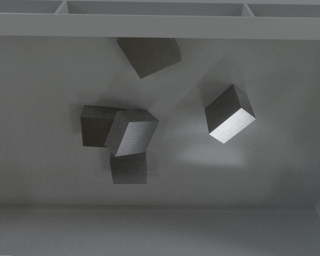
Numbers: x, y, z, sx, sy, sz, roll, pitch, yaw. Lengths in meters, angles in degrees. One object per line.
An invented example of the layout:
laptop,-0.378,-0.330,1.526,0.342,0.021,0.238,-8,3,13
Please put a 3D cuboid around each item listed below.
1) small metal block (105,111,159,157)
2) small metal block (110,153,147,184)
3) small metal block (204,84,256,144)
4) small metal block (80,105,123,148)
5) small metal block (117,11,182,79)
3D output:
small metal block,-0.035,0.006,0.391,0.050,0.025,0.050,-4,126,-47
small metal block,-0.045,0.057,0.457,0.050,0.025,0.050,0,130,0
small metal block,0.084,-0.018,0.378,0.025,0.050,0.050,32,123,-24
small metal block,-0.075,-0.001,0.407,0.050,0.025,0.050,4,130,-4
small metal block,-0.011,-0.088,0.334,0.050,0.025,0.050,-21,127,17
